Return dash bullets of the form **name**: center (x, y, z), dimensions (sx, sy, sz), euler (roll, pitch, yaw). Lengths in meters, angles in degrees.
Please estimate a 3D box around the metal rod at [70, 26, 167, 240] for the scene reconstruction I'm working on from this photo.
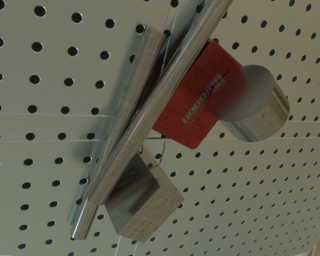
- **metal rod**: center (-0.060, 0.021, 0.391), dimensions (0.025, 0.025, 0.298), euler (10, 113, -33)

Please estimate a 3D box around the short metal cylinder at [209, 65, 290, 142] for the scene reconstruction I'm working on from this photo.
- **short metal cylinder**: center (0.108, -0.029, 0.377), dimensions (0.080, 0.080, 0.050), euler (-47, 129, 4)

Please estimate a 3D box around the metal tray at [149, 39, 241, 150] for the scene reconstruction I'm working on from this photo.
- **metal tray**: center (0.049, -0.042, 0.409), dimensions (0.090, 0.030, 0.130), euler (29, 103, -38)

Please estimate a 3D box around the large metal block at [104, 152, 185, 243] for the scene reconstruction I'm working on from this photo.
- **large metal block**: center (-0.027, 0.091, 0.417), dimensions (0.080, 0.080, 0.050), euler (-48, 129, 6)

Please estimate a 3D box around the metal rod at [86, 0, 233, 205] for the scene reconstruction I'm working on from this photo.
- **metal rod**: center (0.001, -0.039, 0.365), dimensions (0.025, 0.025, 0.299), euler (29, 95, -38)
